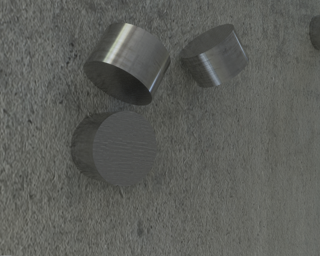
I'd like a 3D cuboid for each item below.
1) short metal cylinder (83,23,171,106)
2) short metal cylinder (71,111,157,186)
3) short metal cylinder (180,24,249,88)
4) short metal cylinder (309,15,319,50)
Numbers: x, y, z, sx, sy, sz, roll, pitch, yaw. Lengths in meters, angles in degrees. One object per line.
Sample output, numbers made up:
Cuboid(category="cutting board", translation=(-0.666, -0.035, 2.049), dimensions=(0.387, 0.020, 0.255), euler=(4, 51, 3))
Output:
Cuboid(category="short metal cylinder", translation=(-0.035, -0.067, 0.339), dimensions=(0.080, 0.080, 0.050), euler=(38, 67, -34))
Cuboid(category="short metal cylinder", translation=(-0.051, 0.021, 0.346), dimensions=(0.081, 0.050, 0.080), euler=(0, 90, -40))
Cuboid(category="short metal cylinder", translation=(0.076, -0.101, 0.432), dimensions=(0.080, 0.080, 0.050), euler=(-50, 120, -28))
Cuboid(category="short metal cylinder", translation=(0.388, -0.224, 0.712), dimensions=(0.081, 0.050, 0.080), euler=(0, 90, -40))
